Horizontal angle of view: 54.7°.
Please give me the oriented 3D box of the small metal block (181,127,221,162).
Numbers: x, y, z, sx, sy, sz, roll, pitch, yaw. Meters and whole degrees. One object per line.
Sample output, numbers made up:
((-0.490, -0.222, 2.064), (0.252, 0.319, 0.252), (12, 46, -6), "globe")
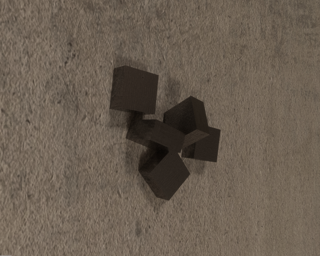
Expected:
((0.061, 0.022, 0.459), (0.050, 0.025, 0.050), (14, 81, -40), "small metal block")

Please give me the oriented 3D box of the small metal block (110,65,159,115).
((-0.031, -0.045, 0.380), (0.050, 0.025, 0.050), (9, 84, -40), "small metal block")

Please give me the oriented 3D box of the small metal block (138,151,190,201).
((0.007, 0.059, 0.413), (0.050, 0.025, 0.050), (-46, 118, -30), "small metal block")

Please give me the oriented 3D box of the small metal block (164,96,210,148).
((0.034, -0.006, 0.408), (0.025, 0.050, 0.050), (21, 50, -39), "small metal block")

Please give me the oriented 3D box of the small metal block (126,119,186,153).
((-0.005, 0.010, 0.386), (0.050, 0.050, 0.025), (26, 74, -37), "small metal block")
